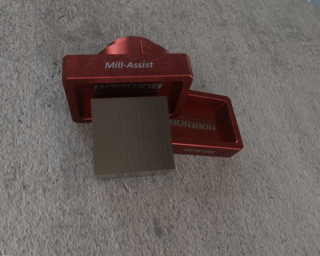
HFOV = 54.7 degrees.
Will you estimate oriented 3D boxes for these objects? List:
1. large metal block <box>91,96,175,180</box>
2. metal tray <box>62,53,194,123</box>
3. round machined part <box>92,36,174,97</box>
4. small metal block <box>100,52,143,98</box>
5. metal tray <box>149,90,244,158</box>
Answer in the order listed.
[{"bbox_3d":[-0.032,0.012,0.342,0.081,0.050,0.080,-3,75,-10],"label":"large metal block"},{"bbox_3d":[-0.036,-0.042,0.349,0.131,0.090,0.030,-3,63,-9],"label":"metal tray"},{"bbox_3d":[-0.032,-0.071,0.372,0.099,0.097,0.042,6,59,-26],"label":"round machined part"},{"bbox_3d":[-0.053,-0.071,0.422,0.050,0.025,0.050,6,59,-25],"label":"small metal block"},{"bbox_3d":[0.048,-0.008,0.435,0.131,0.030,0.090,6,59,-25],"label":"metal tray"}]
